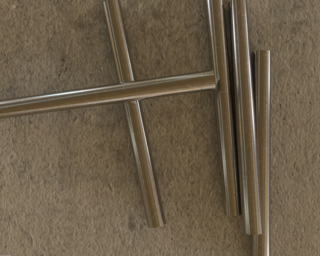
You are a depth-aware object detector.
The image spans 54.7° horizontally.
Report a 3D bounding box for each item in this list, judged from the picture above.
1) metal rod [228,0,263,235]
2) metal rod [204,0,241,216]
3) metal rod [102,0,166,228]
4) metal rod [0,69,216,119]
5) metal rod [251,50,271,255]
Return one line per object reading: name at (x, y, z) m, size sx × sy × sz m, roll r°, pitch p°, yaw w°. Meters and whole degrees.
metal rod at (0.110, -0.018, 0.400) m, size 0.025 × 0.025 × 0.298 m, roll -3°, pitch 86°, yaw -1°
metal rod at (0.084, -0.035, 0.411) m, size 0.025 × 0.025 × 0.298 m, roll -5°, pitch 90°, yaw -1°
metal rod at (-0.034, -0.018, 0.409) m, size 0.025 × 0.025 × 0.298 m, roll -12°, pitch 90°, yaw 0°
metal rod at (-0.084, -0.039, 0.388) m, size 0.302 × 0.025 × 0.025 m, roll -7°, pitch 90°, yaw 7°
metal rod at (0.134, 0.049, 0.411) m, size 0.025 × 0.025 × 0.298 m, roll 0°, pitch 90°, yaw -1°
